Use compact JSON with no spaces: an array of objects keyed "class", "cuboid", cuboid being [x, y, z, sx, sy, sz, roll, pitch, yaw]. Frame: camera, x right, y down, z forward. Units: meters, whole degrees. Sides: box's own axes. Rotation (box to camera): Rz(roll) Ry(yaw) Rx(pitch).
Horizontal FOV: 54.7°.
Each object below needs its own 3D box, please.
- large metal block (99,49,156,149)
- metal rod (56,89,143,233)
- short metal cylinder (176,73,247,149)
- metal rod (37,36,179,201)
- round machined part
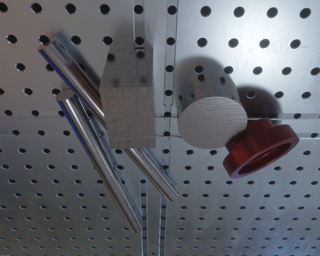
[{"class":"large metal block","cuboid":[-0.031,-0.034,0.347,0.050,0.080,0.079,-2,130,1]},{"class":"metal rod","cuboid":[-0.078,0.070,0.469,0.025,0.025,0.299,-11,130,9]},{"class":"short metal cylinder","cuboid":[0.061,-0.020,0.379,0.081,0.050,0.079,0,130,0]},{"class":"metal rod","cuboid":[-0.051,0.009,0.418,0.025,0.025,0.300,-23,127,17]},{"class":"round machined part","cuboid":[0.125,0.023,0.404,0.099,0.042,0.098,-22,154,-11]}]
